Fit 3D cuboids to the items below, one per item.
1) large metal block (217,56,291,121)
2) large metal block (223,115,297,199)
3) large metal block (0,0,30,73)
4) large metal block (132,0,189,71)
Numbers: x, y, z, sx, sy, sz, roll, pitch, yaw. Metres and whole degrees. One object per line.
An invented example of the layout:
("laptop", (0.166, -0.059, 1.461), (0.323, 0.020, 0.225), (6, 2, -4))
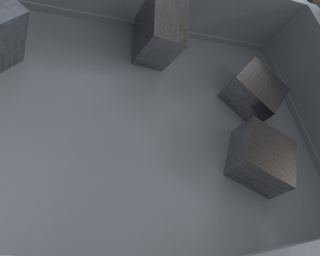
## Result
("large metal block", (0.155, -0.059, 0.508), (0.080, 0.050, 0.080), (44, 51, 2))
("large metal block", (0.144, 0.042, 0.441), (0.080, 0.050, 0.080), (29, 52, -10))
("large metal block", (-0.195, -0.114, 0.335), (0.080, 0.080, 0.050), (41, 51, 0))
("large metal block", (-0.001, -0.139, 0.444), (0.050, 0.080, 0.080), (10, 71, -23))
